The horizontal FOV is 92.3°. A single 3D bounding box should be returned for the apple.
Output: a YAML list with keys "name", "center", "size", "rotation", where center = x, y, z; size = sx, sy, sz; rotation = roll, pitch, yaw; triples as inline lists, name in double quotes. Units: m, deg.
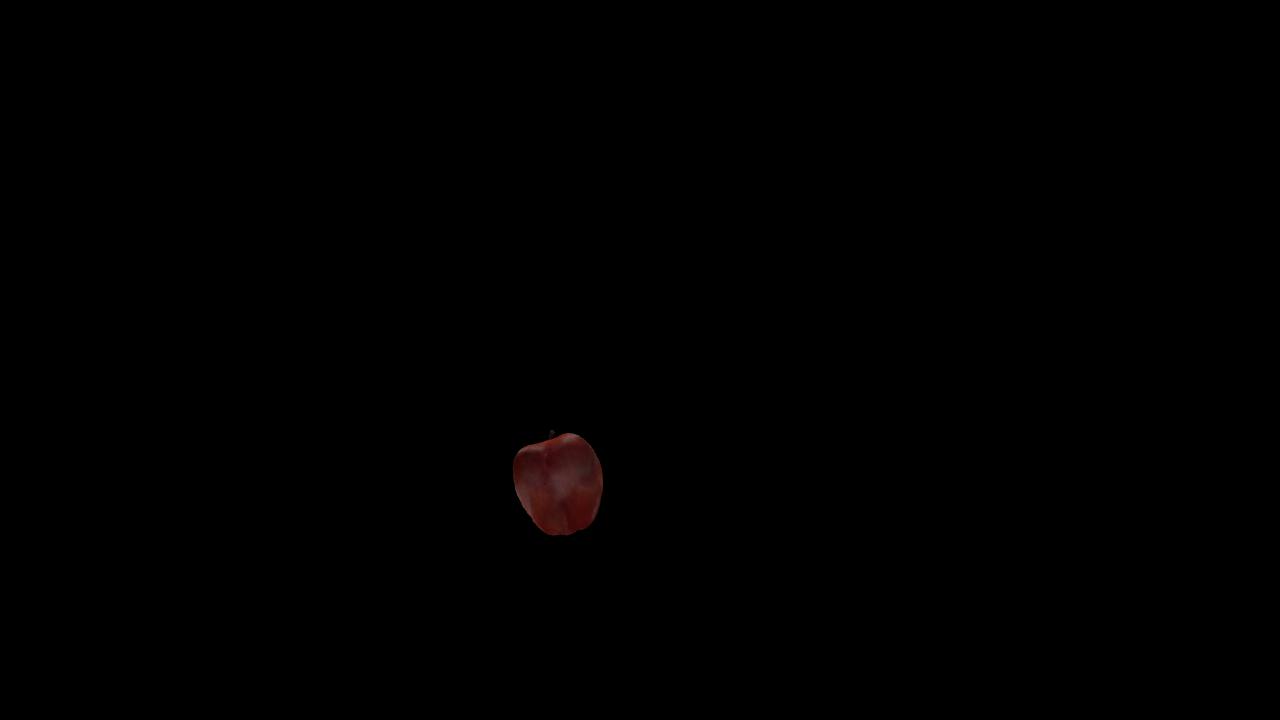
- name: "apple"
  center: [-0.072, 0.110, 0.558]
  size: [0.079, 0.093, 0.079]
  rotation: [-14, -4, -1]
